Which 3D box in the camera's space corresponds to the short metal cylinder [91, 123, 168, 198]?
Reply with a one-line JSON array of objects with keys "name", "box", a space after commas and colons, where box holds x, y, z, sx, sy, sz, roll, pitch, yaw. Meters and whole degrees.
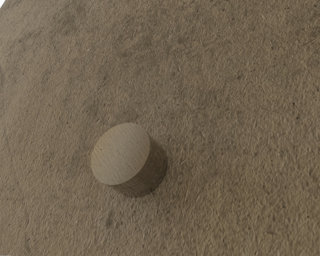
[{"name": "short metal cylinder", "box": [-0.037, 0.040, 0.384, 0.080, 0.050, 0.080, -13, 56, 21]}]
